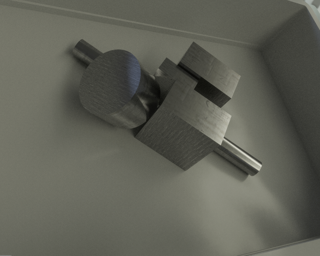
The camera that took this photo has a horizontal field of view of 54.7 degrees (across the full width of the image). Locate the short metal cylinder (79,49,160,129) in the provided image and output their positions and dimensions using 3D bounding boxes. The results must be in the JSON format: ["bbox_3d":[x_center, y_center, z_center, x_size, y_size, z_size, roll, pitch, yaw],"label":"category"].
[{"bbox_3d":[-0.047,-0.044,0.364,0.050,0.080,0.080,37,35,-59],"label":"short metal cylinder"}]

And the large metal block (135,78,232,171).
[{"bbox_3d":[0.027,-0.001,0.386,0.080,0.080,0.050,34,51,-6],"label":"large metal block"}]

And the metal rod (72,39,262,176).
[{"bbox_3d":[0.014,-0.025,0.429,0.301,0.025,0.025,34,51,-6],"label":"metal rod"}]

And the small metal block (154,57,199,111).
[{"bbox_3d":[0.013,-0.054,0.400,0.050,0.050,0.025,35,51,-5],"label":"small metal block"}]

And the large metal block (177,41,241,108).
[{"bbox_3d":[0.051,-0.058,0.435,0.080,0.080,0.050,35,51,-6],"label":"large metal block"}]
